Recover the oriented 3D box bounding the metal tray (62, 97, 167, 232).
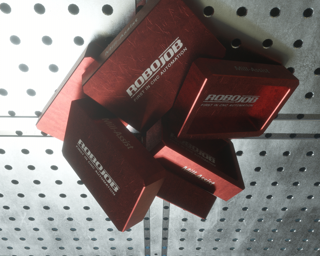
[{"bbox_3d":[-0.058,0.037,0.343,0.030,0.130,0.089,-20,145,-42],"label":"metal tray"}]

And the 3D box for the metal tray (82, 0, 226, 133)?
[{"bbox_3d":[-0.007,-0.066,0.327,0.130,0.030,0.090,-44,122,14],"label":"metal tray"}]

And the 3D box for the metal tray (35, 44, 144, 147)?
[{"bbox_3d":[-0.082,-0.028,0.384,0.090,0.030,0.129,31,124,-25],"label":"metal tray"}]

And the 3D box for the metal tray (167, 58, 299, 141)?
[{"bbox_3d":[0.083,-0.029,0.352,0.131,0.030,0.089,-2,135,-29],"label":"metal tray"}]

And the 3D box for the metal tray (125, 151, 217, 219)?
[{"bbox_3d":[0.002,0.066,0.405,0.090,0.130,0.030,31,85,-24],"label":"metal tray"}]

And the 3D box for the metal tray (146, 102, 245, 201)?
[{"bbox_3d":[0.044,0.026,0.390,0.130,0.090,0.030,31,123,-24],"label":"metal tray"}]
